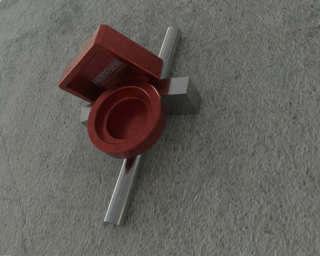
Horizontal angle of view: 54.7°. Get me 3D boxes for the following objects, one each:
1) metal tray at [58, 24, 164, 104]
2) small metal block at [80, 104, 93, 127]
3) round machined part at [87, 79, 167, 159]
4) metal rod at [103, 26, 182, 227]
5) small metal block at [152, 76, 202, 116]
[{"bbox_3d":[-0.069,-0.071,0.412,0.130,0.090,0.030,-26,45,50],"label":"metal tray"},{"bbox_3d":[-0.075,-0.013,0.435,0.050,0.050,0.025,-18,55,18],"label":"small metal block"},{"bbox_3d":[-0.036,-0.008,0.381,0.098,0.042,0.098,-11,61,20],"label":"round machined part"},{"bbox_3d":[-0.016,-0.018,0.424,0.025,0.025,0.300,2,63,29],"label":"metal rod"},{"bbox_3d":[0.021,-0.040,0.401,0.050,0.050,0.025,-1,61,27],"label":"small metal block"}]
